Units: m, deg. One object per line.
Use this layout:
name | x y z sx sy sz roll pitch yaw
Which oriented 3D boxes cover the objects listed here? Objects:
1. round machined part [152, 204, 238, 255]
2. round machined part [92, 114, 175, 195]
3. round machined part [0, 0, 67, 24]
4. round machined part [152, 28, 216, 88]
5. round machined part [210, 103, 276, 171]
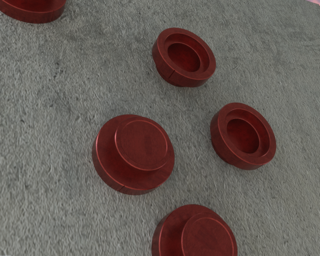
round machined part | 0.044 0.131 0.337 0.099 0.042 0.098 14 56 -21
round machined part | -0.026 0.025 0.363 0.099 0.042 0.098 14 56 -21
round machined part | -0.175 -0.192 0.415 0.099 0.042 0.098 14 56 -21
round machined part | 0.032 -0.101 0.472 0.099 0.042 0.098 14 56 -21
round machined part | 0.113 0.015 0.444 0.099 0.042 0.098 14 56 -21
